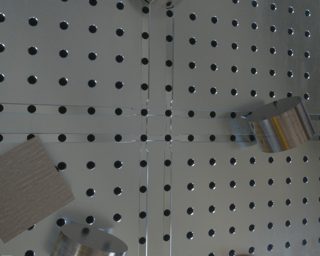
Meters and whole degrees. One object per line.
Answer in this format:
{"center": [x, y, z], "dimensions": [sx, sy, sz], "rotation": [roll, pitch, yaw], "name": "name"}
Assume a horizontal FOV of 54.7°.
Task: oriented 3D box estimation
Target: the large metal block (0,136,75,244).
{"center": [-0.153, 0.063, 0.343], "dimensions": [0.080, 0.050, 0.080], "rotation": [-32, 101, -17], "name": "large metal block"}

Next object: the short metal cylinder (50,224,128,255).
{"center": [-0.083, 0.149, 0.353], "dimensions": [0.080, 0.080, 0.050], "rotation": [22, 83, -19], "name": "short metal cylinder"}

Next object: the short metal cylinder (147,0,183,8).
{"center": [0.012, -0.205, 0.403], "dimensions": [0.081, 0.050, 0.079], "rotation": [0, 90, -20], "name": "short metal cylinder"}

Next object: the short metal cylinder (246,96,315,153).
{"center": [0.173, -0.006, 0.447], "dimensions": [0.080, 0.080, 0.050], "rotation": [-30, 100, -18], "name": "short metal cylinder"}
